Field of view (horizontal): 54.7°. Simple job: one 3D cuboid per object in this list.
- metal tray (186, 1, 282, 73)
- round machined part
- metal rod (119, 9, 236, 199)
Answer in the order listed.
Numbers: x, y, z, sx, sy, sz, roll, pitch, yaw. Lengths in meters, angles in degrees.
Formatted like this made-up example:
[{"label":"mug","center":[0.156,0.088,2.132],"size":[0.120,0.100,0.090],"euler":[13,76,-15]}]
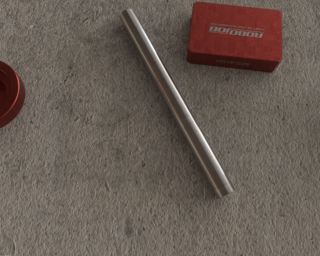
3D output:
[{"label":"metal tray","center":[0.109,-0.135,0.456],"size":[0.131,0.030,0.090],"euler":[7,70,2]},{"label":"round machined part","center":[-0.228,-0.039,0.411],"size":[0.099,0.042,0.098],"euler":[0,70,-1]},{"label":"metal rod","center":[0.016,-0.045,0.424],"size":[0.025,0.025,0.299],"euler":[-25,72,-9]}]
